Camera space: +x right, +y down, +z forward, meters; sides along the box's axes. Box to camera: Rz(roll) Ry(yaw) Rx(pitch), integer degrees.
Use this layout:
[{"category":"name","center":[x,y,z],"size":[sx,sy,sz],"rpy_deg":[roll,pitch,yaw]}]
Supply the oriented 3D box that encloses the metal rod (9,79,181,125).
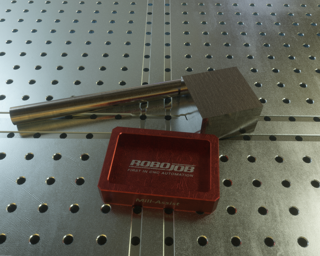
[{"category":"metal rod","center":[-0.052,-0.044,0.443],"size":[0.302,0.025,0.025],"rpy_deg":[-11,51,-10]}]

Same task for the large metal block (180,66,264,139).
[{"category":"large metal block","center":[0.079,-0.033,0.420],"size":[0.081,0.050,0.080],"rpy_deg":[-12,51,-10]}]

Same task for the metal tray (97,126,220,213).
[{"category":"metal tray","center":[0.002,0.046,0.365],"size":[0.131,0.030,0.090],"rpy_deg":[5,50,3]}]
